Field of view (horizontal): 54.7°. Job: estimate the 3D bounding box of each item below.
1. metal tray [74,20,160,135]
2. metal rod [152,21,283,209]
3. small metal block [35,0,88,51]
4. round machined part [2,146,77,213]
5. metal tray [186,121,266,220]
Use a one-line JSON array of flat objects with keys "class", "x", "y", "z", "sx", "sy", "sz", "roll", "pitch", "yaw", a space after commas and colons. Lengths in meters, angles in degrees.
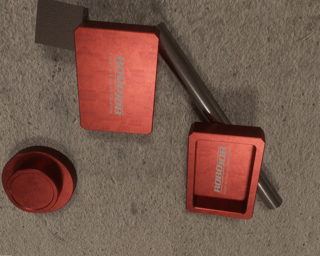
[{"class": "metal tray", "x": -0.050, "y": -0.056, "z": 0.370, "sx": 0.091, "sy": 0.030, "sz": 0.129, "roll": 4, "pitch": 123, "yaw": -2}, {"class": "metal rod", "x": 0.080, "y": -0.005, "z": 0.409, "sx": 0.025, "sy": 0.025, "sz": 0.300, "roll": -34, "pitch": 107, "yaw": 11}, {"class": "small metal block", "x": -0.115, "y": -0.121, "z": 0.364, "sx": 0.050, "sy": 0.025, "sz": 0.050, "roll": 11, "pitch": 110, "yaw": -5}, {"class": "round machined part", "x": -0.169, "y": 0.077, "z": 0.427, "sx": 0.099, "sy": 0.042, "sz": 0.097, "roll": 0, "pitch": 110, "yaw": -1}, {"class": "metal tray", "x": 0.083, "y": 0.058, "z": 0.410, "sx": 0.090, "sy": 0.030, "sz": 0.129, "roll": 5, "pitch": 119, "yaw": 10}]
